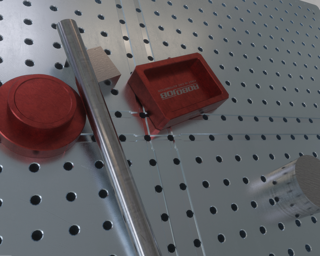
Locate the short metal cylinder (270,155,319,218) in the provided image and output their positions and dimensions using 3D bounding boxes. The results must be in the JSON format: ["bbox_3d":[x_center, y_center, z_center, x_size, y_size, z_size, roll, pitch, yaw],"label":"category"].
[{"bbox_3d":[0.211,0.086,0.453,0.081,0.050,0.080,14,56,-21],"label":"short metal cylinder"}]

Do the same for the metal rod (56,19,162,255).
[{"bbox_3d":[-0.061,0.009,0.350,0.025,0.025,0.299,-13,75,-34],"label":"metal rod"}]

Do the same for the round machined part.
[{"bbox_3d":[-0.130,-0.020,0.340,0.099,0.042,0.098,14,56,-21],"label":"round machined part"}]

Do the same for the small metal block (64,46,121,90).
[{"bbox_3d":[-0.088,-0.075,0.407,0.050,0.025,0.050,-28,78,-37],"label":"small metal block"}]

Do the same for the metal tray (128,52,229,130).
[{"bbox_3d":[0.030,-0.059,0.456,0.131,0.030,0.090,-21,73,-36],"label":"metal tray"}]
